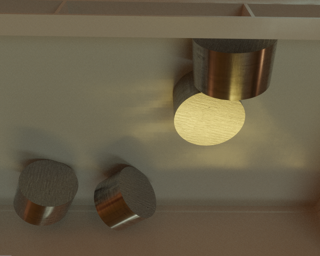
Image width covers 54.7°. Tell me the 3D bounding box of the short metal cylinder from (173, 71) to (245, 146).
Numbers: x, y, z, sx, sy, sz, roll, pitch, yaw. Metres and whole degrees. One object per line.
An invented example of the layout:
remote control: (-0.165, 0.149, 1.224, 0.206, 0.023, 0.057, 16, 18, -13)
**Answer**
short metal cylinder: (0.056, -0.025, 0.372, 0.081, 0.050, 0.079, 0, 130, 0)

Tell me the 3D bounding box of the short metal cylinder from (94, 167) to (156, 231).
short metal cylinder: (-0.051, 0.105, 0.461, 0.050, 0.080, 0.080, -32, 123, 24)

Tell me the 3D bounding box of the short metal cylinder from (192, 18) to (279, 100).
short metal cylinder: (0.073, -0.071, 0.313, 0.080, 0.080, 0.050, -3, 130, 3)

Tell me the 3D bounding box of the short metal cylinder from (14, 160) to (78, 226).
short metal cylinder: (-0.166, 0.093, 0.451, 0.080, 0.080, 0.050, 19, 128, -16)
